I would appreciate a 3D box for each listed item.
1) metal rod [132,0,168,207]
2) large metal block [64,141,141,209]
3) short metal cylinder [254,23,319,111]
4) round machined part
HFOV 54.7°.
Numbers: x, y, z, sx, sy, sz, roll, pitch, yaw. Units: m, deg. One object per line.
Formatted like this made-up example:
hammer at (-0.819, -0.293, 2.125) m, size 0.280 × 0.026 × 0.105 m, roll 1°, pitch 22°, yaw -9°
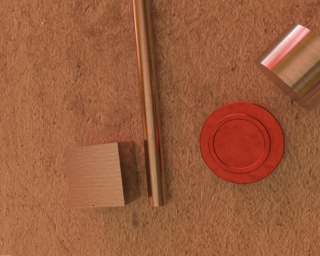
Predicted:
metal rod at (-0.015, -0.048, 0.414) m, size 0.025 × 0.025 × 0.298 m, roll -6°, pitch 88°, yaw 20°
large metal block at (-0.077, 0.062, 0.423) m, size 0.080 × 0.050 × 0.080 m, roll -8°, pitch 88°, yaw 19°
short metal cylinder at (0.148, -0.063, 0.327) m, size 0.080 × 0.080 × 0.050 m, roll 47°, pitch 104°, yaw 14°
round machined part at (0.095, 0.018, 0.366) m, size 0.098 × 0.042 × 0.097 m, roll 0°, pitch 90°, yaw 20°
